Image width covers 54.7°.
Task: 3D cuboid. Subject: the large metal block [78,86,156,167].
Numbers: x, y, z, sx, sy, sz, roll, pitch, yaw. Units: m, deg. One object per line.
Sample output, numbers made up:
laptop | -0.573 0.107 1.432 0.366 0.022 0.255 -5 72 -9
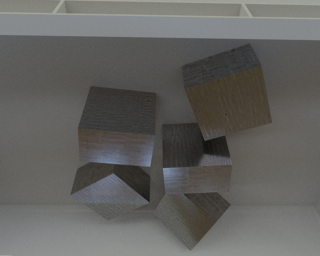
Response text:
large metal block | -0.048 -0.003 0.370 0.081 0.080 0.050 5 130 -5

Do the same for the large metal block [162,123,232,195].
large metal block | 0.045 0.038 0.406 0.080 0.080 0.050 -3 130 2

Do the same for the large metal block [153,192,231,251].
large metal block | 0.047 0.124 0.473 0.080 0.050 0.079 41 129 18

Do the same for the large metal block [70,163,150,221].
large metal block | -0.071 0.086 0.465 0.080 0.050 0.080 -29 125 22

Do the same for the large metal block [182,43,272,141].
large metal block | 0.078 -0.040 0.360 0.080 0.050 0.080 -16 129 13
